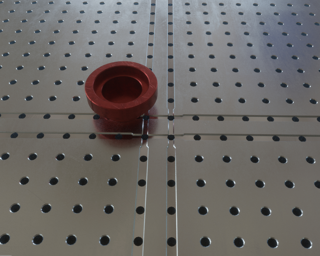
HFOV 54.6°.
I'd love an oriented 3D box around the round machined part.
[{"bbox_3d":[-0.053,-0.047,0.436,0.099,0.042,0.098,0,50,0],"label":"round machined part"}]
